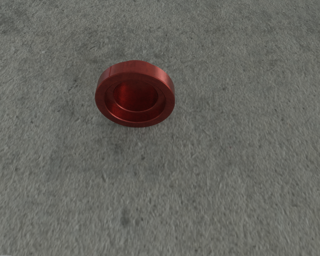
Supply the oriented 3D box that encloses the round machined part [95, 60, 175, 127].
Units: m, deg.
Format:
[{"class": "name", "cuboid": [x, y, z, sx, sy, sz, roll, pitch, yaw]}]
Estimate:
[{"class": "round machined part", "cuboid": [-0.030, -0.047, 0.395, 0.099, 0.097, 0.042, 1, 50, 0]}]
